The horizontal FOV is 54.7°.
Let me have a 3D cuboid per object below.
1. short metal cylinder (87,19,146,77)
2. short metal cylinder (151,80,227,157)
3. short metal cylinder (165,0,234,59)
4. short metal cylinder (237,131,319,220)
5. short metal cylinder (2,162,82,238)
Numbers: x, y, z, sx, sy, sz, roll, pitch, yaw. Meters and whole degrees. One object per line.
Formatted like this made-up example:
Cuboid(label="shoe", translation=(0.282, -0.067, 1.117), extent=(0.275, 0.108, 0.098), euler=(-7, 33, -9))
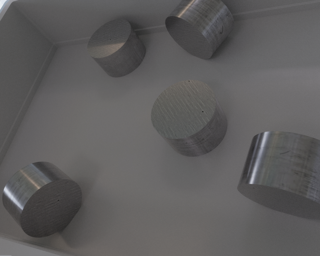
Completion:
Cuboid(label="short metal cylinder", translation=(-0.071, -0.130, 0.507), extent=(0.080, 0.050, 0.080), euler=(-13, 56, 21))
Cuboid(label="short metal cylinder", translation=(0.036, -0.012, 0.378), extent=(0.080, 0.050, 0.080), euler=(-13, 56, 21))
Cuboid(label="short metal cylinder", translation=(0.054, -0.142, 0.429), extent=(0.080, 0.080, 0.050), euler=(32, 80, 38))
Cuboid(label="short metal cylinder", translation=(0.117, 0.044, 0.282), extent=(0.080, 0.080, 0.050), euler=(10, 67, 32))
Cuboid(label="short metal cylinder", translation=(-0.148, 0.090, 0.394), extent=(0.050, 0.080, 0.080), euler=(27, 76, 37))
